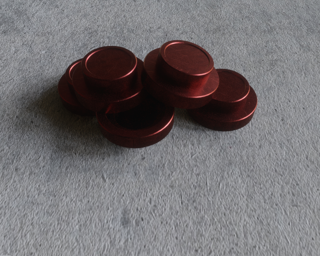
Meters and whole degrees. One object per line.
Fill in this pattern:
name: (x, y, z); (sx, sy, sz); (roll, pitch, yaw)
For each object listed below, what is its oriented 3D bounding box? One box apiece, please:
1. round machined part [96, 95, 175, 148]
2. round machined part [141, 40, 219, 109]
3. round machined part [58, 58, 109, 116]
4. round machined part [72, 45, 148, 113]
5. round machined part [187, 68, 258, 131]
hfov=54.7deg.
round machined part: (-0.031, -0.012, 0.403); (0.099, 0.042, 0.098); (0, 50, 0)
round machined part: (0.028, -0.073, 0.388); (0.099, 0.042, 0.098); (9, 48, -10)
round machined part: (-0.098, -0.066, 0.447); (0.099, 0.042, 0.098); (0, 50, 0)
round machined part: (-0.062, -0.068, 0.395); (0.099, 0.042, 0.098); (0, 50, 0)
round machined part: (0.086, -0.046, 0.432); (0.099, 0.042, 0.098); (0, 50, 0)
